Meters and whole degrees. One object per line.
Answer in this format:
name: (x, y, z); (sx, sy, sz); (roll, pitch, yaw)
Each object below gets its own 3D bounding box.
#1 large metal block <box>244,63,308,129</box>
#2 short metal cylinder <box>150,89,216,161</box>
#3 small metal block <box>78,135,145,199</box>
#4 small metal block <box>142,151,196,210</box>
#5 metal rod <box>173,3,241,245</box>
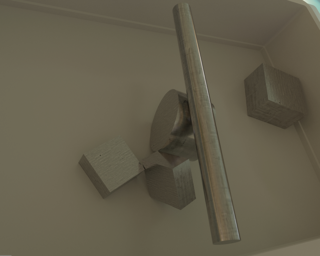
large metal block: (0.196, -0.054, 0.531); (0.081, 0.050, 0.080); (18, 55, -19)
short metal cylinder: (0.027, -0.003, 0.388); (0.050, 0.080, 0.080); (17, 55, -19)
small metal block: (-0.055, 0.043, 0.351); (0.050, 0.025, 0.050); (-30, 78, -38)
small metal block: (0.010, 0.057, 0.348); (0.025, 0.050, 0.050); (-26, 113, -37)
metal rod: (0.044, -0.029, 0.346); (0.025, 0.025, 0.299); (8, 58, -25)
